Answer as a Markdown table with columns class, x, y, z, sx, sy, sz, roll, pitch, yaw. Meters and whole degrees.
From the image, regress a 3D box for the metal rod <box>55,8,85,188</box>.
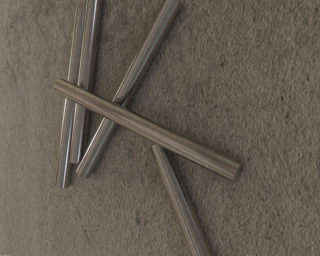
| class | x | y | z | sx | sy | sz | roll | pitch | yaw |
| --- | --- | --- | --- | --- | --- | --- | --- | --- | --- |
| metal rod | -0.147 | -0.045 | 0.522 | 0.025 | 0.025 | 0.298 | 15 | 99 | 38 |

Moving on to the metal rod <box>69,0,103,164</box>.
| class | x | y | z | sx | sy | sz | roll | pitch | yaw |
| --- | --- | --- | --- | --- | --- | --- | --- | --- | --- |
| metal rod | -0.117 | -0.090 | 0.498 | 0.025 | 0.025 | 0.298 | 13 | 98 | 39 |

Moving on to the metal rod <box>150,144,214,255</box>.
| class | x | y | z | sx | sy | sz | roll | pitch | yaw |
| --- | --- | --- | --- | --- | --- | --- | --- | --- | --- |
| metal rod | 0.053 | 0.155 | 0.359 | 0.025 | 0.025 | 0.299 | -34 | 69 | 34 |

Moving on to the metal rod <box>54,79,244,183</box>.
| class | x | y | z | sx | sy | sz | roll | pitch | yaw |
| --- | --- | --- | --- | --- | --- | --- | --- | --- | --- |
| metal rod | -0.034 | -0.008 | 0.406 | 0.300 | 0.025 | 0.025 | 25 | 106 | 29 |

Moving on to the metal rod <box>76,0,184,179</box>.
| class | x | y | z | sx | sy | sz | roll | pitch | yaw |
| --- | --- | --- | --- | --- | --- | --- | --- | --- | --- |
| metal rod | -0.053 | -0.043 | 0.446 | 0.025 | 0.025 | 0.298 | 45 | 117 | 30 |
